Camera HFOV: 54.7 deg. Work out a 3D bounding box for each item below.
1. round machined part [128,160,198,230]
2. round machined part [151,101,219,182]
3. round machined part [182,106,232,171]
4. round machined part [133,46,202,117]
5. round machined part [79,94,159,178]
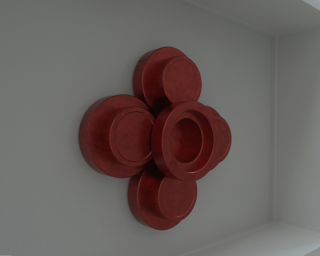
[{"bbox_3d":[0.010,0.083,0.402,0.099,0.042,0.097,2,87,-41],"label":"round machined part"},{"bbox_3d":[0.027,0.016,0.388,0.099,0.042,0.097,0,90,-40],"label":"round machined part"},{"bbox_3d":[0.066,0.016,0.448,0.099,0.042,0.097,0,90,-40],"label":"round machined part"},{"bbox_3d":[0.017,-0.058,0.405,0.099,0.042,0.097,0,90,-40],"label":"round machined part"},{"bbox_3d":[-0.039,0.010,0.359,0.099,0.042,0.097,0,90,-40],"label":"round machined part"}]
